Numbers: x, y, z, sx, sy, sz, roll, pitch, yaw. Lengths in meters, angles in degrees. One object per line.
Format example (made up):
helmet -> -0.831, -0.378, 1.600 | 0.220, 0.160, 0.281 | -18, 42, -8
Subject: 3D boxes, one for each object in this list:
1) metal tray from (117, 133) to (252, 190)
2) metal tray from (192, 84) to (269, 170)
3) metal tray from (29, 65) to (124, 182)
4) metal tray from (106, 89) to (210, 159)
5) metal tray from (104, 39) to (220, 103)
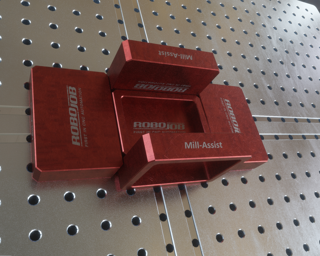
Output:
metal tray -> 0.027, 0.039, 0.357 | 0.131, 0.090, 0.030 | 1, 62, -28
metal tray -> 0.098, -0.004, 0.460 | 0.091, 0.030, 0.130 | 1, 61, -29
metal tray -> -0.099, -0.007, 0.357 | 0.091, 0.030, 0.130 | 1, 61, -28
metal tray -> 0.002, -0.001, 0.405 | 0.131, 0.030, 0.090 | 1, 61, -28
metal tray -> 0.001, -0.067, 0.409 | 0.131, 0.090, 0.030 | 1, 62, -28
